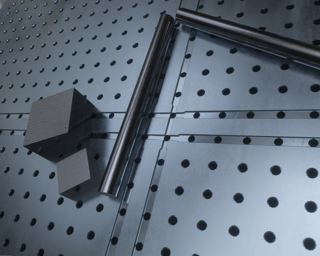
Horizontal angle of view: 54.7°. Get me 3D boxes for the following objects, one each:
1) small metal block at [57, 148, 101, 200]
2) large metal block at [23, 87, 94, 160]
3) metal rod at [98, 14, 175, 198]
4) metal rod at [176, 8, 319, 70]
[{"bbox_3d":[-0.113,0.063,0.429,0.050,0.025,0.050,-27,52,11],"label":"small metal block"},{"bbox_3d":[-0.154,-0.006,0.477,0.080,0.050,0.080,-16,55,19],"label":"large metal block"},{"bbox_3d":[-0.027,-0.047,0.451,0.025,0.025,0.300,3,63,29],"label":"metal rod"},{"bbox_3d":[0.133,-0.116,0.409,0.300,0.025,0.025,34,81,38],"label":"metal rod"}]
